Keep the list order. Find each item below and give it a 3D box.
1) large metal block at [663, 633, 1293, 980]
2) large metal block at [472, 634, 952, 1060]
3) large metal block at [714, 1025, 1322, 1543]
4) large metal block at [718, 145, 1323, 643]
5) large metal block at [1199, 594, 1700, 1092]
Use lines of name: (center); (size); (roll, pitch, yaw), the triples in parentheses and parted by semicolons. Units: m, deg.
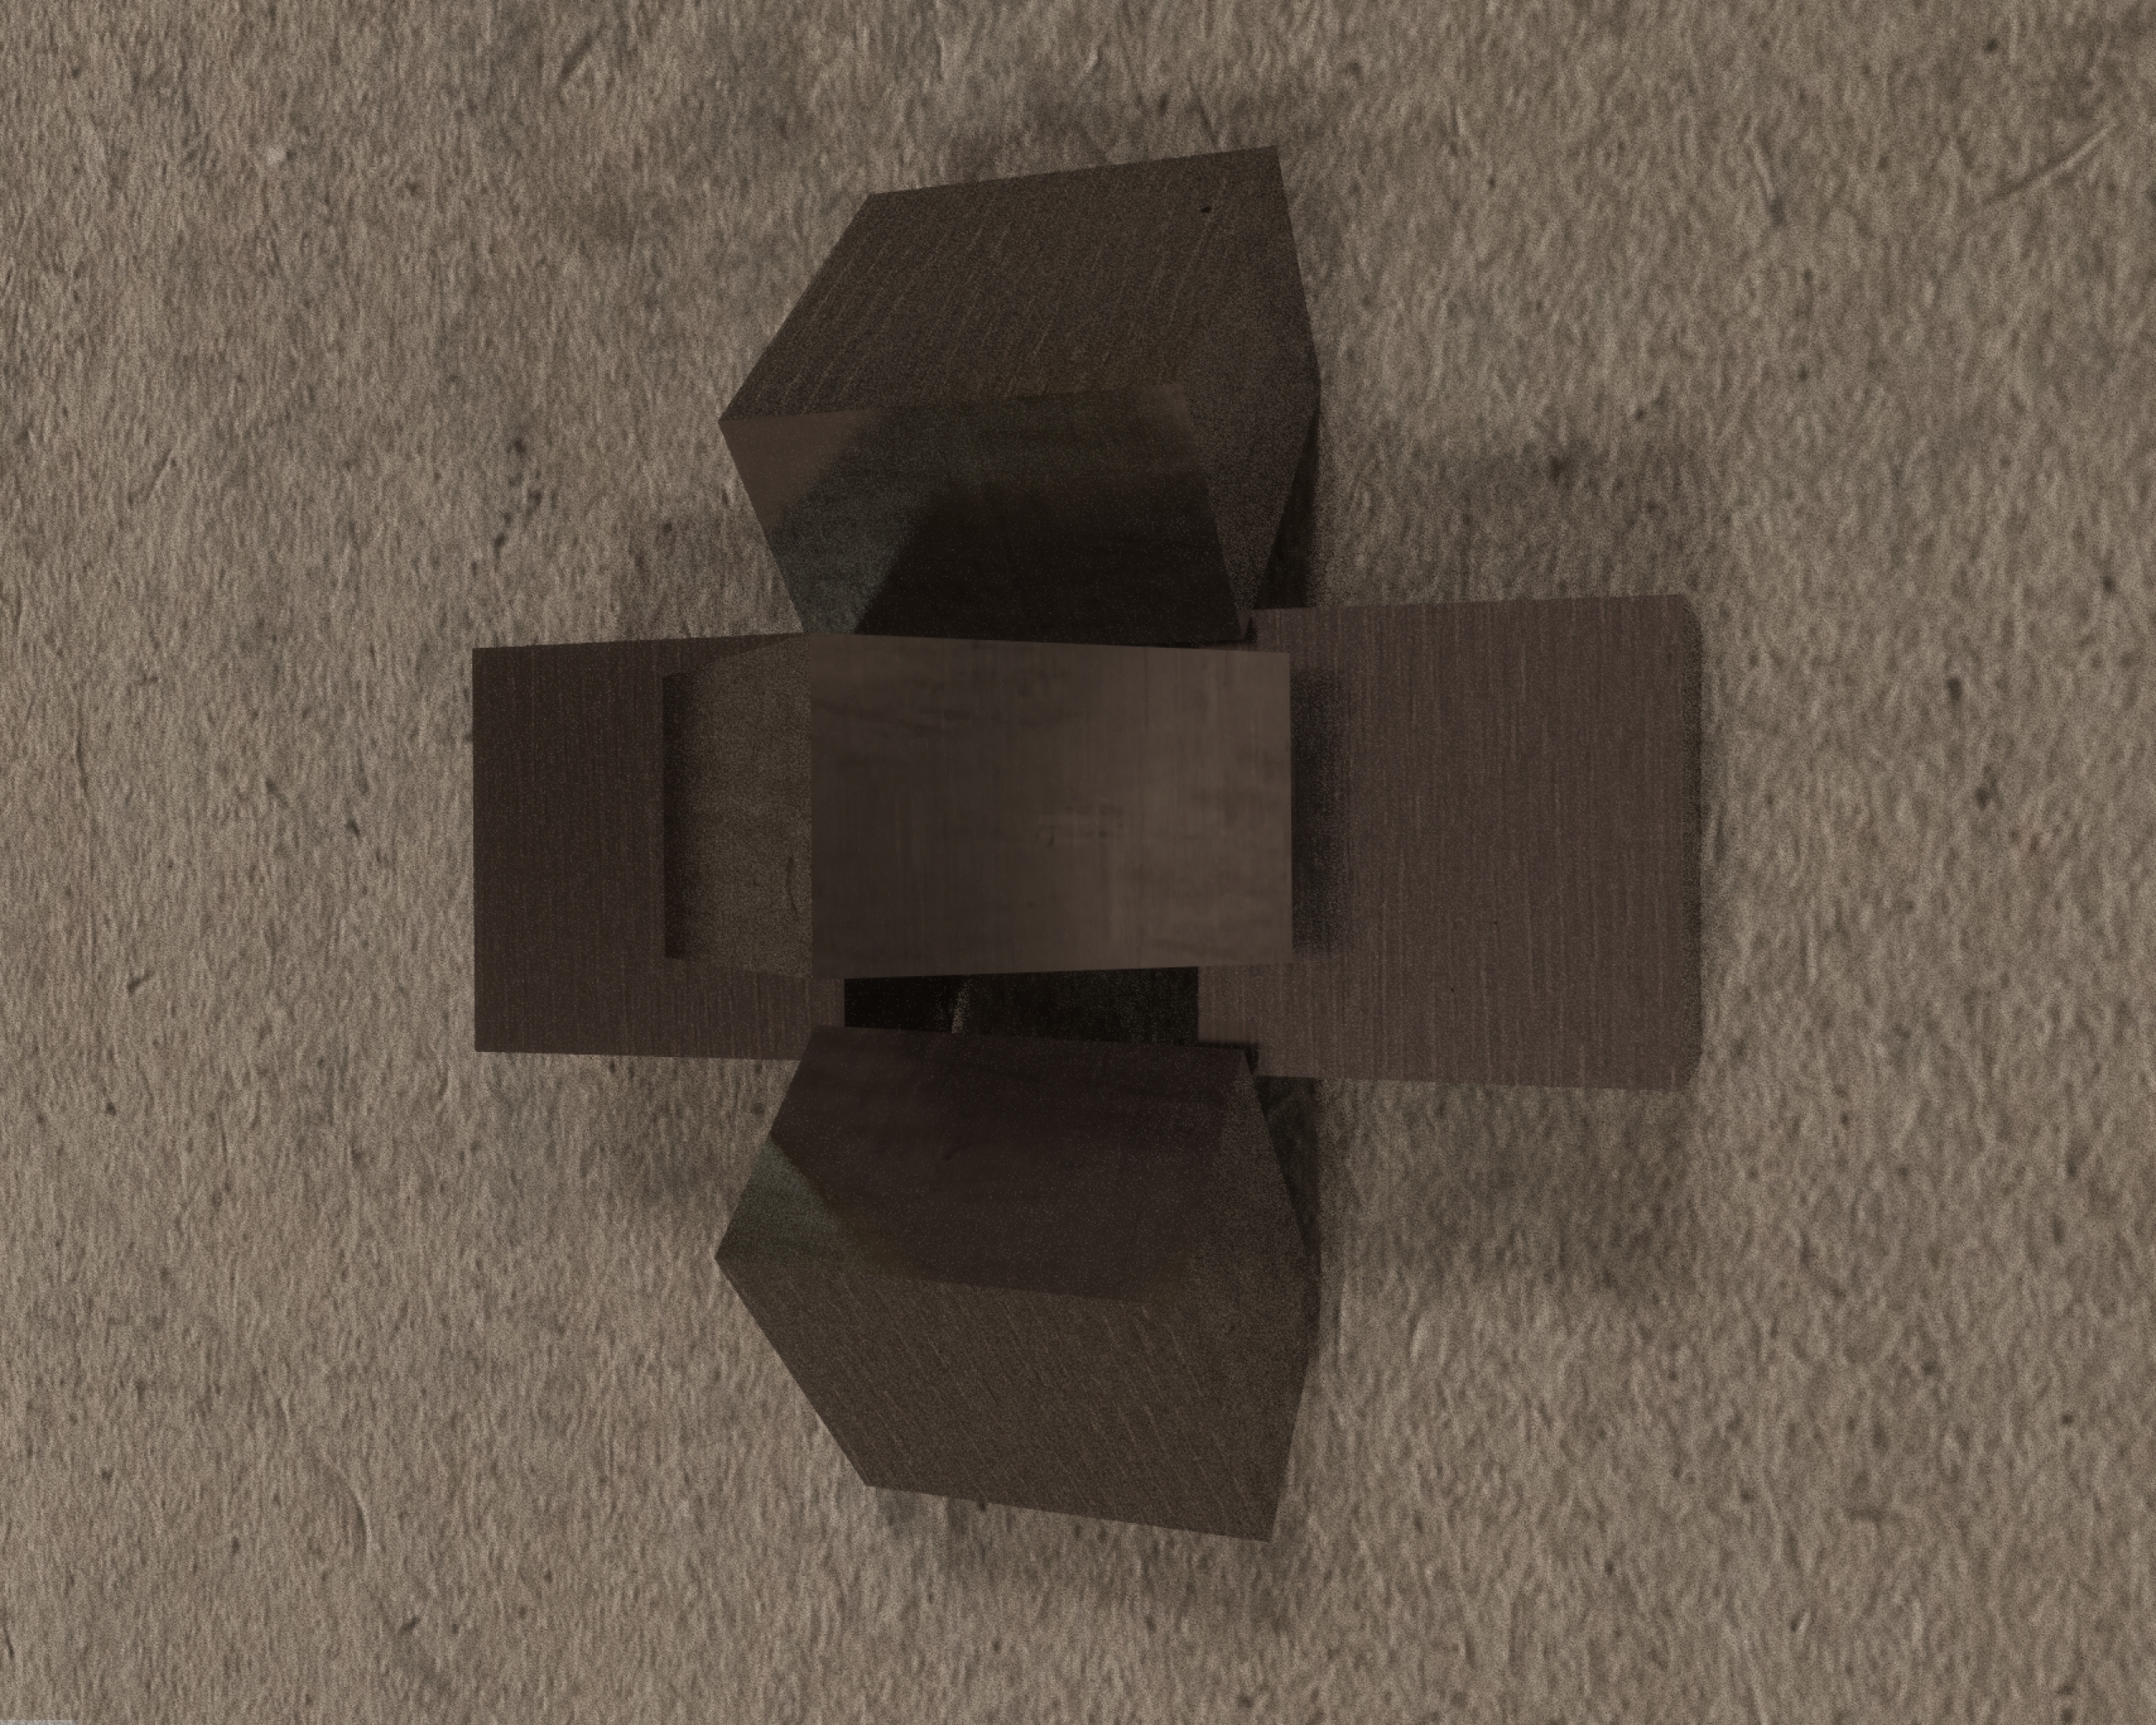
large metal block: (-0.020, -0.008, 0.352); (0.080, 0.081, 0.050); (0, 90, 64)
large metal block: (-0.073, -0.003, 0.421); (0.080, 0.050, 0.079); (0, 90, 19)
large metal block: (-0.006, 0.076, 0.376); (0.080, 0.080, 0.050); (1, 47, 20)
large metal block: (-0.006, -0.083, 0.376); (0.080, 0.080, 0.050); (0, 134, 20)
large metal block: (0.067, -0.003, 0.370); (0.080, 0.050, 0.079); (0, 90, 19)
